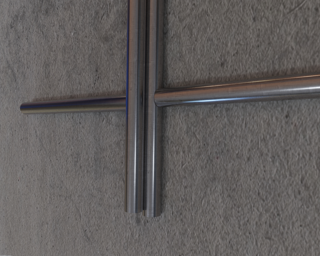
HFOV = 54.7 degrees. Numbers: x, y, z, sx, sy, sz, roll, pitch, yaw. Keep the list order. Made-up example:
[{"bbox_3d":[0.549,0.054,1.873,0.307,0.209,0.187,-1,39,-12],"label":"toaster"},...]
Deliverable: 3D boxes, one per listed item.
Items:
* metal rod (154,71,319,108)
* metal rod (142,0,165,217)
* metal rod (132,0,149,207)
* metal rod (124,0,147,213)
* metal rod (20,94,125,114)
[{"bbox_3d":[0.117,-0.040,0.309,0.300,0.025,0.025,0,90,39],"label":"metal rod"},{"bbox_3d":[-0.009,-0.033,0.413,0.025,0.025,0.298,2,91,39],"label":"metal rod"},{"bbox_3d":[-0.028,-0.039,0.428,0.025,0.025,0.298,2,91,39],"label":"metal rod"},{"bbox_3d":[-0.032,-0.041,0.405,0.025,0.025,0.298,2,91,39],"label":"metal rod"},{"bbox_3d":[-0.154,-0.038,0.530,0.300,0.025,0.025,1,91,39],"label":"metal rod"}]
